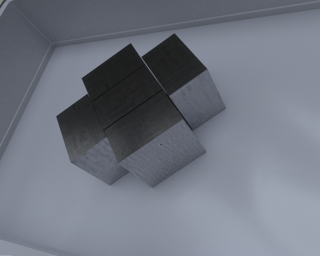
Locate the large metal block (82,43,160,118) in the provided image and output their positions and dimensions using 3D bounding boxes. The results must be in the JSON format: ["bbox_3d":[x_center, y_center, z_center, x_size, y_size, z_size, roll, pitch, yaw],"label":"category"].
[{"bbox_3d":[-0.044,-0.053,0.423,0.080,0.080,0.050,-35,52,5],"label":"large metal block"}]

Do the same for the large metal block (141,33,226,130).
[{"bbox_3d":[0.030,-0.057,0.387,0.050,0.080,0.080,-35,52,5],"label":"large metal block"}]

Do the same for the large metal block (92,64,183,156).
[{"bbox_3d":[-0.024,-0.019,0.392,0.080,0.080,0.050,-35,52,5],"label":"large metal block"}]

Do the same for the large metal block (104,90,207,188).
[{"bbox_3d":[-0.003,0.016,0.361,0.080,0.080,0.050,-35,52,5],"label":"large metal block"}]

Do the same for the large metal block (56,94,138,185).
[{"bbox_3d":[-0.079,0.016,0.399,0.050,0.080,0.080,-35,52,5],"label":"large metal block"}]
